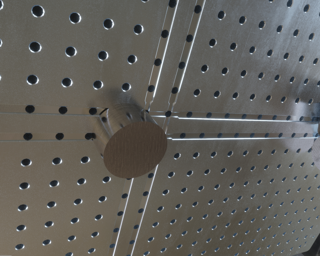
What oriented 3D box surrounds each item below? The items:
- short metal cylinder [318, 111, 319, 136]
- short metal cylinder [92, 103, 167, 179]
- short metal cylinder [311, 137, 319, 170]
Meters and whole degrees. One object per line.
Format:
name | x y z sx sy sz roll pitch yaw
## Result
short metal cylinder | 0.328 -0.013 0.551 0.081 0.080 0.050 -24 128 -14
short metal cylinder | -0.038 0.016 0.385 0.081 0.050 0.079 -14 124 -21
short metal cylinder | 0.346 0.049 0.599 0.050 0.080 0.079 -6 121 -26
